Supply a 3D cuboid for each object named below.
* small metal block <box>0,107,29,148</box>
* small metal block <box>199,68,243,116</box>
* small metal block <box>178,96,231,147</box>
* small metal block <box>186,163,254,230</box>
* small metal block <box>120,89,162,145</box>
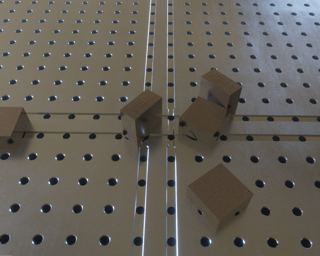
[{"bbox_3d":[-0.209,-0.001,0.408,0.050,0.025,0.050,1,50,1],"label":"small metal block"},{"bbox_3d":[0.082,-0.046,0.431,0.025,0.050,0.050,-35,58,-25],"label":"small metal block"},{"bbox_3d":[0.060,-0.010,0.416,0.050,0.025,0.050,28,55,21],"label":"small metal block"},{"bbox_3d":[0.065,0.075,0.345,0.050,0.025,0.050,-30,56,-23],"label":"small metal block"},{"bbox_3d":[-0.023,-0.014,0.404,0.025,0.050,0.050,33,57,24],"label":"small metal block"}]
